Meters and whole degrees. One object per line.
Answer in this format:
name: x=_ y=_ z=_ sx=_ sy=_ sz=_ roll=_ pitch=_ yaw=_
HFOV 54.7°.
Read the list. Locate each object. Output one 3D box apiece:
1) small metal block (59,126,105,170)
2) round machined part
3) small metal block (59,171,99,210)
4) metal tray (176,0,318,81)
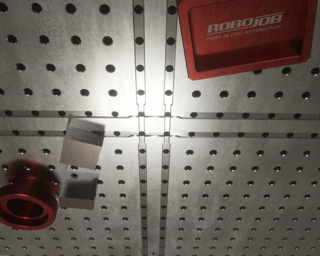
small metal block: x=-0.110 y=0.029 z=0.435 sx=0.050 sy=0.025 sz=0.050 roll=15 pitch=129 yaw=-13
round machined part: x=-0.214 y=0.120 z=0.500 sx=0.099 sy=0.042 sz=0.097 roll=-1 pitch=130 yaw=0
small metal block: x=-0.123 y=0.095 z=0.475 sx=0.050 sy=0.050 sz=0.025 roll=7 pitch=130 yaw=-7
metal tray: x=0.088 y=-0.104 z=0.321 sx=0.131 sy=0.030 sz=0.090 roll=-9 pitch=130 yaw=6
